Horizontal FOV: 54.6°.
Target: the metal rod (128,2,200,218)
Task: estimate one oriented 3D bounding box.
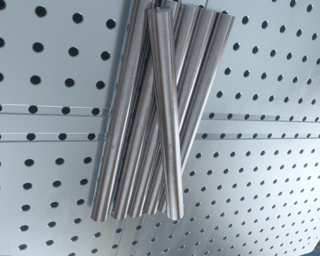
[{"bbox_3d":[-0.004,-0.005,0.404,0.025,0.025,0.298,1,118,-29],"label":"metal rod"}]

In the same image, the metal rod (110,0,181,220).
[{"bbox_3d":[-0.025,-0.005,0.392,0.025,0.025,0.298,1,118,-29],"label":"metal rod"}]

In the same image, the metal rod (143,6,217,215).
[{"bbox_3d":[0.018,-0.006,0.418,0.025,0.025,0.298,1,118,-29],"label":"metal rod"}]

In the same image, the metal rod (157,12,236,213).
[{"bbox_3d":[0.041,-0.005,0.430,0.025,0.025,0.298,1,118,-29],"label":"metal rod"}]

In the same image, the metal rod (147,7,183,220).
[{"bbox_3d":[0.012,0.007,0.388,0.025,0.025,0.298,-18,126,-18],"label":"metal rod"}]

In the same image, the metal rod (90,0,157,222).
[{"bbox_3d":[-0.051,-0.007,0.378,0.025,0.025,0.298,1,118,-29],"label":"metal rod"}]
